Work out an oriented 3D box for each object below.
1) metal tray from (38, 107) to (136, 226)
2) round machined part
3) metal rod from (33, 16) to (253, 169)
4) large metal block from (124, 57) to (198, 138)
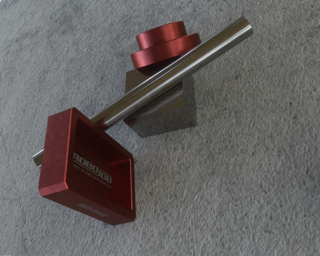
[{"bbox_3d":[-0.072,0.048,0.343,0.030,0.130,0.090,-18,55,18],"label":"metal tray"},{"bbox_3d":[0.005,-0.116,0.425,0.098,0.042,0.098,-17,12,4],"label":"round machined part"},{"bbox_3d":[-0.025,-0.038,0.374,0.300,0.025,0.025,-33,52,6],"label":"metal rod"},{"bbox_3d":[0.001,-0.040,0.411,0.080,0.050,0.080,-13,56,20],"label":"large metal block"}]
